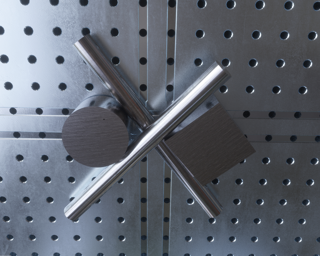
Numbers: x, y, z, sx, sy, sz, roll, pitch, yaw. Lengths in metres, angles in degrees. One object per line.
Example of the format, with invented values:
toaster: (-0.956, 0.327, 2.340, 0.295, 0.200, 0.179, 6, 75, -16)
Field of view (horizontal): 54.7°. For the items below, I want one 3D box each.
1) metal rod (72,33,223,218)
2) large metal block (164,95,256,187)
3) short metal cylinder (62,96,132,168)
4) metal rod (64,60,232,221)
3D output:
metal rod: (-0.006, 0.008, 0.412, 0.025, 0.025, 0.300, -34, 107, 11)
large metal block: (0.062, 0.014, 0.401, 0.080, 0.050, 0.080, -37, 106, 12)
short metal cylinder: (-0.078, 0.004, 0.397, 0.081, 0.050, 0.079, 0, 110, 0)
metal rod: (-0.030, 0.030, 0.398, 0.025, 0.025, 0.299, 41, 113, -14)
